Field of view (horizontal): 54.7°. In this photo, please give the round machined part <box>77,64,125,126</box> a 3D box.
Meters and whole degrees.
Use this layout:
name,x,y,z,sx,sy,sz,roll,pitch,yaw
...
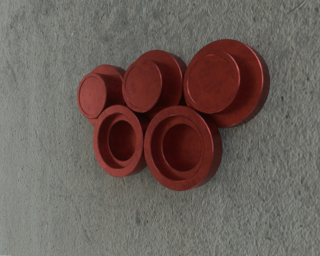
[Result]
name,x,y,z,sx,sy,sz,roll,pitch,yaw
round machined part,-0.087,-0.047,0.465,0.098,0.042,0.097,0,90,39

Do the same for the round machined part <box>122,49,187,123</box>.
name,x,y,z,sx,sy,sz,roll,pitch,yaw
round machined part,-0.011,-0.053,0.403,0.098,0.042,0.097,0,90,39

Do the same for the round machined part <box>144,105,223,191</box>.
name,x,y,z,sx,sy,sz,roll,pitch,yaw
round machined part,0.031,0.023,0.368,0.098,0.042,0.097,0,90,39

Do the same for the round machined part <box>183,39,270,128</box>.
name,x,y,z,sx,sy,sz,roll,pitch,yaw
round machined part,0.065,-0.049,0.341,0.098,0.042,0.097,0,90,39

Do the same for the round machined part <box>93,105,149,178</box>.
name,x,y,z,sx,sy,sz,roll,pitch,yaw
round machined part,-0.045,0.017,0.430,0.098,0.042,0.097,0,90,39
